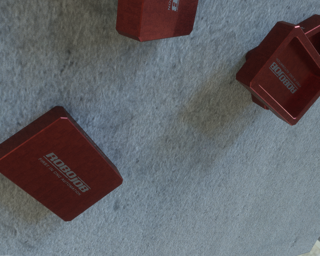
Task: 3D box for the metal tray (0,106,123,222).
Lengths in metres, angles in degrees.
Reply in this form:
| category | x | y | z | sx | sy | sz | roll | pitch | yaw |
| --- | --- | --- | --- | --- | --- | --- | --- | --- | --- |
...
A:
| category | x | y | z | sx | sy | sz | roll | pitch | yaw |
| --- | --- | --- | --- | --- | --- | --- | --- | --- | --- |
| metal tray | -0.115 | 0.047 | 0.371 | 0.090 | 0.030 | 0.130 | -36 | 130 | -5 |

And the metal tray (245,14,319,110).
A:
| category | x | y | z | sx | sy | sz | roll | pitch | yaw |
| --- | --- | --- | --- | --- | --- | --- | --- | --- | --- |
| metal tray | 0.192 | -0.095 | 0.451 | 0.131 | 0.030 | 0.090 | -30 | 129 | -10 |

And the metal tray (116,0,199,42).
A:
| category | x | y | z | sx | sy | sz | roll | pitch | yaw |
| --- | --- | --- | --- | --- | --- | --- | --- | --- | --- |
| metal tray | 0.006 | -0.152 | 0.288 | 0.091 | 0.030 | 0.129 | -26 | 135 | -47 |

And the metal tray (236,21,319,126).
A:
| category | x | y | z | sx | sy | sz | roll | pitch | yaw |
| --- | --- | --- | --- | --- | --- | --- | --- | --- | --- |
| metal tray | 0.172 | -0.068 | 0.417 | 0.131 | 0.030 | 0.090 | 30 | 102 | -38 |
